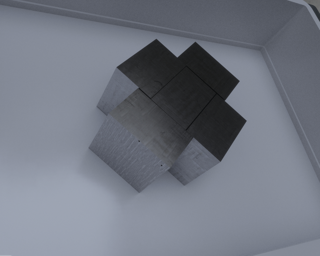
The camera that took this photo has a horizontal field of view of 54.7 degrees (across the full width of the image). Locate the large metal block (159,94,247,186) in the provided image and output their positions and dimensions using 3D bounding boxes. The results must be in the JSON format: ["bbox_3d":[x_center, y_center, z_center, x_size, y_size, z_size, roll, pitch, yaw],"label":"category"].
[{"bbox_3d":[0.051,0.016,0.389,0.050,0.080,0.080,43,51,0],"label":"large metal block"}]

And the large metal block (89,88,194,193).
[{"bbox_3d":[-0.024,0.017,0.348,0.080,0.080,0.050,42,51,0],"label":"large metal block"}]

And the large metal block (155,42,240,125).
[{"bbox_3d":[0.048,-0.057,0.432,0.080,0.080,0.050,42,51,0],"label":"large metal block"}]

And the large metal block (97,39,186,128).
[{"bbox_3d":[-0.024,-0.053,0.389,0.050,0.080,0.080,43,51,0],"label":"large metal block"}]

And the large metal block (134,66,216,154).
[{"bbox_3d":[0.013,-0.019,0.389,0.050,0.080,0.080,43,51,0],"label":"large metal block"}]
